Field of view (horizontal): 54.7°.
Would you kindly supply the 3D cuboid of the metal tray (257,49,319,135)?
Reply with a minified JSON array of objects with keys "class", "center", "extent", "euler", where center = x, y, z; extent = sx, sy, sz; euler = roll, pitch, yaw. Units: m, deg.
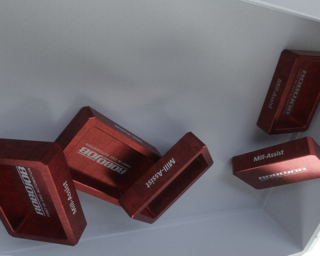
[{"class":"metal tray","center":[0.214,-0.054,0.487],"extent":[0.091,0.030,0.129],"euler":[-4,120,-27]}]

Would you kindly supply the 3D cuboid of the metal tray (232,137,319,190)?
[{"class":"metal tray","center":[0.195,0.061,0.501],"extent":[0.130,0.030,0.090],"euler":[-22,140,36]}]

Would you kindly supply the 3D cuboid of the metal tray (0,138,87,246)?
[{"class":"metal tray","center":[-0.141,0.073,0.342],"extent":[0.090,0.030,0.129],"euler":[3,125,13]}]

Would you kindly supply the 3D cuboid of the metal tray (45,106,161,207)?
[{"class":"metal tray","center":[-0.068,0.042,0.393],"extent":[0.090,0.030,0.130],"euler":[-50,129,7]}]

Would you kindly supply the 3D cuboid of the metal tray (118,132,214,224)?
[{"class":"metal tray","center":[0.013,0.073,0.428],"extent":[0.130,0.030,0.090],"euler":[-44,153,-4]}]
